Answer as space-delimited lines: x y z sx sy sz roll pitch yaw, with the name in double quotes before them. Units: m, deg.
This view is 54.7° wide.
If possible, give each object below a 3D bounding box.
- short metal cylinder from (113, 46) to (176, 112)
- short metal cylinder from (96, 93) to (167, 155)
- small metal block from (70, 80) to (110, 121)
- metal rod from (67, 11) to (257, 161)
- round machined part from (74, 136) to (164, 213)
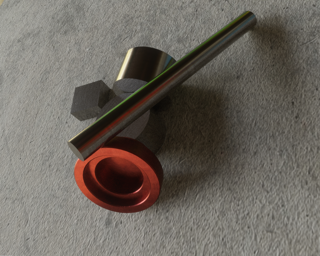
"short metal cylinder" -0.017 -0.063 0.416 0.080 0.080 0.050 3 63 29
"short metal cylinder" -0.038 0.000 0.408 0.080 0.050 0.080 -13 56 21
"small metal block" -0.109 -0.043 0.488 0.050 0.025 0.050 -13 56 21
"metal rod" 0.021 -0.065 0.367 0.025 0.025 0.301 28 56 37
"round machined part" -0.044 0.049 0.358 0.098 0.098 0.042 -14 29 20
